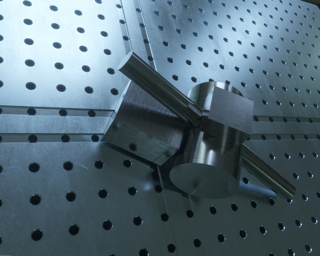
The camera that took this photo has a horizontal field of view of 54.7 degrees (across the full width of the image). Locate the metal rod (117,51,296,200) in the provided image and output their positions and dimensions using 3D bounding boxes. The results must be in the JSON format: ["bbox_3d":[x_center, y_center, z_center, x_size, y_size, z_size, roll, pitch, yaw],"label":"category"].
[{"bbox_3d":[0.074,0.010,0.387,0.301,0.025,0.025,36,50,-24],"label":"metal rod"}]

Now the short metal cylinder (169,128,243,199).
[{"bbox_3d":[0.056,0.044,0.372,0.080,0.080,0.050,27,53,-12],"label":"short metal cylinder"}]

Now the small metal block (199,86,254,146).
[{"bbox_3d":[0.076,-0.014,0.352,0.050,0.025,0.050,21,54,-6],"label":"small metal block"}]

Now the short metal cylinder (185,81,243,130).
[{"bbox_3d":[0.072,-0.016,0.418,0.080,0.080,0.050,25,53,-13],"label":"short metal cylinder"}]

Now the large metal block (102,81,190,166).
[{"bbox_3d":[-0.014,-0.012,0.384,0.080,0.050,0.080,26,53,-12],"label":"large metal block"}]
